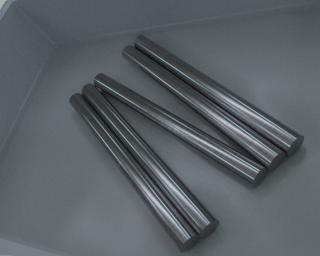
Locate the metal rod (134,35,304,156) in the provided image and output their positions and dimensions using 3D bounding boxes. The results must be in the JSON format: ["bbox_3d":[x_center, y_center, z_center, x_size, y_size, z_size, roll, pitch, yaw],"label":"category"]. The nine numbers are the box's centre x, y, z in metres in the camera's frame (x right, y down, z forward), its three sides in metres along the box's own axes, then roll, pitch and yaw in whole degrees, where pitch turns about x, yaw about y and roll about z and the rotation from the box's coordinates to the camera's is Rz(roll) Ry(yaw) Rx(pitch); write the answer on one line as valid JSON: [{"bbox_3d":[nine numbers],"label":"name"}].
[{"bbox_3d":[0.054,-0.061,0.413,0.025,0.025,0.300,-45,51,-3],"label":"metal rod"}]

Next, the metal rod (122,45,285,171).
[{"bbox_3d":[0.035,-0.044,0.413,0.025,0.025,0.300,-45,51,-3],"label":"metal rod"}]

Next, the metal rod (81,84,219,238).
[{"bbox_3d":[-0.032,0.021,0.409,0.025,0.025,0.300,-44,51,-2],"label":"metal rod"}]

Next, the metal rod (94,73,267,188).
[{"bbox_3d":[0.003,-0.013,0.411,0.300,0.025,0.025,33,80,38],"label":"metal rod"}]

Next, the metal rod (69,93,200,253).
[{"bbox_3d":[-0.052,0.036,0.410,0.025,0.025,0.300,-44,51,-2],"label":"metal rod"}]
